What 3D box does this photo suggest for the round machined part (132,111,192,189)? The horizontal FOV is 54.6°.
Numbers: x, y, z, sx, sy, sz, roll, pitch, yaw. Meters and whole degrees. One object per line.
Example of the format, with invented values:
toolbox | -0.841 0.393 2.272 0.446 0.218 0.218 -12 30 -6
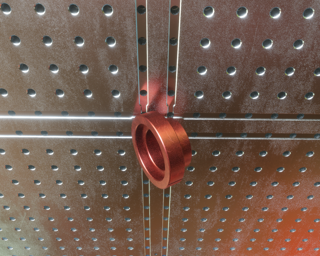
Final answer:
round machined part | 0.005 0.025 0.397 0.042 0.098 0.097 -19 136 -25
